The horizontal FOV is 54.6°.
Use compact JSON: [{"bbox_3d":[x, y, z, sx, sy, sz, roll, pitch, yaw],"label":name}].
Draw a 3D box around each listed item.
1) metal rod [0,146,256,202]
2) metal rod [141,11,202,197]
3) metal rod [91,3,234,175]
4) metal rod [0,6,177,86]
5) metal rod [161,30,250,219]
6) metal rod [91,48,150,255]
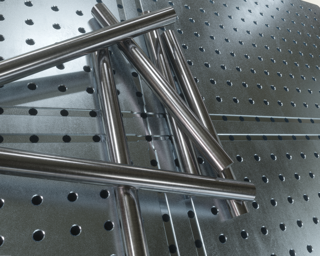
[{"bbox_3d":[-0.026,0.052,0.328,0.302,0.025,0.025,11,57,-22],"label":"metal rod"},{"bbox_3d":[0.012,-0.050,0.444,0.025,0.025,0.299,0,62,-28],"label":"metal rod"},{"bbox_3d":[-0.007,-0.065,0.420,0.025,0.025,0.300,-23,67,-36],"label":"metal rod"},{"bbox_3d":[-0.100,-0.102,0.387,0.302,0.025,0.025,-29,78,-28],"label":"metal rod"},{"bbox_3d":[0.058,-0.020,0.450,0.025,0.025,0.299,-5,64,-31],"label":"metal rod"},{"bbox_3d":[-0.055,0.003,0.375,0.025,0.025,0.299,0,62,-28],"label":"metal rod"}]
